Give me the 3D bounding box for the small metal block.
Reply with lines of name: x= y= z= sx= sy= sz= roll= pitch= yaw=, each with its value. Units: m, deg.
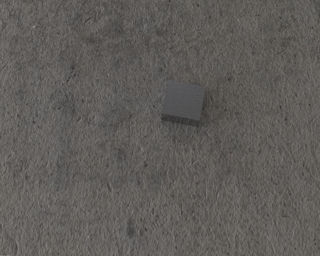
small metal block: x=0.032 y=-0.033 z=0.420 sx=0.050 sy=0.025 sz=0.050 roll=11 pitch=70 yaw=4
